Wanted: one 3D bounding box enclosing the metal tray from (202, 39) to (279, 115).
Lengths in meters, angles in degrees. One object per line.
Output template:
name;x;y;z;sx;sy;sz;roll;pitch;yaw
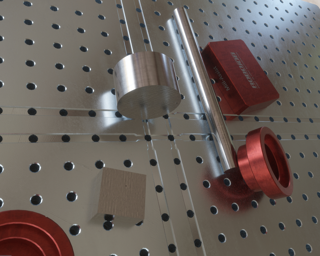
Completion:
metal tray;0.137;-0.091;0.534;0.091;0.030;0.130;-16;70;-34

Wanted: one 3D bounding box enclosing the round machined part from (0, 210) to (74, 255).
round machined part;-0.124;0.122;0.256;0.099;0.042;0.098;14;56;-21

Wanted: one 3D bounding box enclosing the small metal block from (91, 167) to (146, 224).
small metal block;-0.044;0.074;0.339;0.050;0.025;0.050;14;56;-20

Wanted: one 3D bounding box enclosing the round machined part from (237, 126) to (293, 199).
round machined part;0.142;0.050;0.427;0.098;0.042;0.098;32;46;-40

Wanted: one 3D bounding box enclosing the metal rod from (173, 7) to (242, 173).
metal rod;0.067;-0.074;0.488;0.025;0.025;0.299;0;62;-28

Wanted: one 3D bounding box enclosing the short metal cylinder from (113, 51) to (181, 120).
short metal cylinder;-0.017;-0.052;0.395;0.081;0.080;0.050;3;60;-27
